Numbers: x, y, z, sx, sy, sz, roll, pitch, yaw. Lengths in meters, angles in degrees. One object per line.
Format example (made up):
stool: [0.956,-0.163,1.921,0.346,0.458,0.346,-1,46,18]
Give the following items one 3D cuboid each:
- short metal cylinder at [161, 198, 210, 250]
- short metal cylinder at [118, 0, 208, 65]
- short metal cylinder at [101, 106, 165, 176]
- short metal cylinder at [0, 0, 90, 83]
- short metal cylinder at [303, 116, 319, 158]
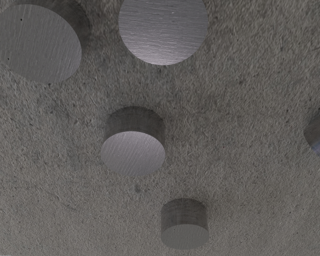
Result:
short metal cylinder: [0.042,0.166,0.532,0.081,0.050,0.079,0,130,0]
short metal cylinder: [0.003,-0.108,0.298,0.081,0.050,0.079,0,130,0]
short metal cylinder: [-0.034,0.018,0.406,0.081,0.050,0.079,0,130,0]
short metal cylinder: [-0.115,-0.092,0.311,0.081,0.050,0.079,0,130,0]
short metal cylinder: [0.229,0.013,0.384,0.080,0.080,0.050,23,126,-19]
